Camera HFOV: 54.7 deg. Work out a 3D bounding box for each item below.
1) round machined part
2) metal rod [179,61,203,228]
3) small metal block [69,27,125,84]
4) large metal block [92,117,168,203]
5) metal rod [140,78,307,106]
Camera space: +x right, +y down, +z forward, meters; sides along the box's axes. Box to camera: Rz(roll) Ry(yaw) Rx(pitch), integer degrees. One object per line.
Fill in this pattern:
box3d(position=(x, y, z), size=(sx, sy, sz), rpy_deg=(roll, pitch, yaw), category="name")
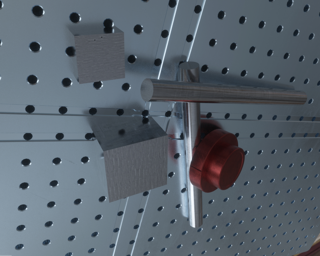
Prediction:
box3d(position=(0.091, 0.054, 0.465), size=(0.099, 0.042, 0.097), rpy_deg=(-27, 129, -39), category="round machined part")
box3d(position=(0.050, 0.045, 0.468), size=(0.025, 0.025, 0.298), rpy_deg=(-19, 126, -18), category="metal rod")
box3d(position=(-0.066, -0.078, 0.328), size=(0.050, 0.025, 0.050), rpy_deg=(-12, 124, -22), category="small metal block")
box3d(position=(-0.037, 0.039, 0.400), size=(0.081, 0.050, 0.079), rpy_deg=(-14, 124, -21), category="large metal block")
box3d(position=(0.108, -0.045, 0.421), size=(0.303, 0.025, 0.025), rpy_deg=(-2, 120, -36), category="metal rod")
